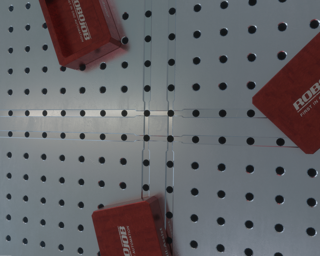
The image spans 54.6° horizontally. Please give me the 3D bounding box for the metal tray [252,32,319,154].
[{"bbox_3d":[0.181,-0.045,0.346,0.130,0.030,0.090,-46,76,14],"label":"metal tray"}]

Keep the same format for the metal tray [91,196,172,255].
[{"bbox_3d":[-0.034,0.167,0.423,0.090,0.030,0.129,-16,85,19],"label":"metal tray"}]

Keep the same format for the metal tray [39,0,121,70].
[{"bbox_3d":[-0.120,-0.163,0.452,0.090,0.030,0.130,-22,83,18],"label":"metal tray"}]
